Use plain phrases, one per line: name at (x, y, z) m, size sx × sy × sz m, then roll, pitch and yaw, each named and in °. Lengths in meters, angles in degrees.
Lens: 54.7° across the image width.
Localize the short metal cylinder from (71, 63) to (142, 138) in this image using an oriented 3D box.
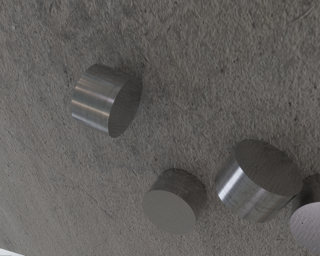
short metal cylinder at (-0.064, -0.034, 0.384) m, size 0.050 × 0.080 × 0.079 m, roll 23°, pitch 127°, yaw 15°

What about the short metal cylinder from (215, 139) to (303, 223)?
short metal cylinder at (0.110, 0.058, 0.349) m, size 0.080 × 0.080 × 0.050 m, roll 31°, pitch 128°, yaw 8°

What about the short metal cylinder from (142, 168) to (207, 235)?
short metal cylinder at (0.021, 0.105, 0.444) m, size 0.080 × 0.050 × 0.079 m, roll 13°, pitch 124°, yaw 21°

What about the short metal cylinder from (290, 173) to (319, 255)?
short metal cylinder at (0.192, 0.098, 0.350) m, size 0.080 × 0.050 × 0.079 m, roll 13°, pitch 124°, yaw 21°
